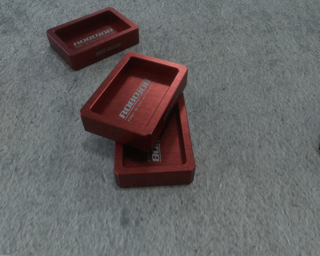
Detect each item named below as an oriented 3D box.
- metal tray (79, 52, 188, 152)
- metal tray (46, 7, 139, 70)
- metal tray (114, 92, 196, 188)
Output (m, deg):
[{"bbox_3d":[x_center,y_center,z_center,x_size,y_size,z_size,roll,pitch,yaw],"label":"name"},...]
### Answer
[{"bbox_3d":[-0.028,-0.039,0.392,0.090,0.030,0.130,18,52,14],"label":"metal tray"},{"bbox_3d":[-0.112,-0.156,0.529,0.131,0.030,0.090,-31,57,-24],"label":"metal tray"},{"bbox_3d":[-0.009,0.009,0.391,0.091,0.030,0.130,-3,50,-3],"label":"metal tray"}]
